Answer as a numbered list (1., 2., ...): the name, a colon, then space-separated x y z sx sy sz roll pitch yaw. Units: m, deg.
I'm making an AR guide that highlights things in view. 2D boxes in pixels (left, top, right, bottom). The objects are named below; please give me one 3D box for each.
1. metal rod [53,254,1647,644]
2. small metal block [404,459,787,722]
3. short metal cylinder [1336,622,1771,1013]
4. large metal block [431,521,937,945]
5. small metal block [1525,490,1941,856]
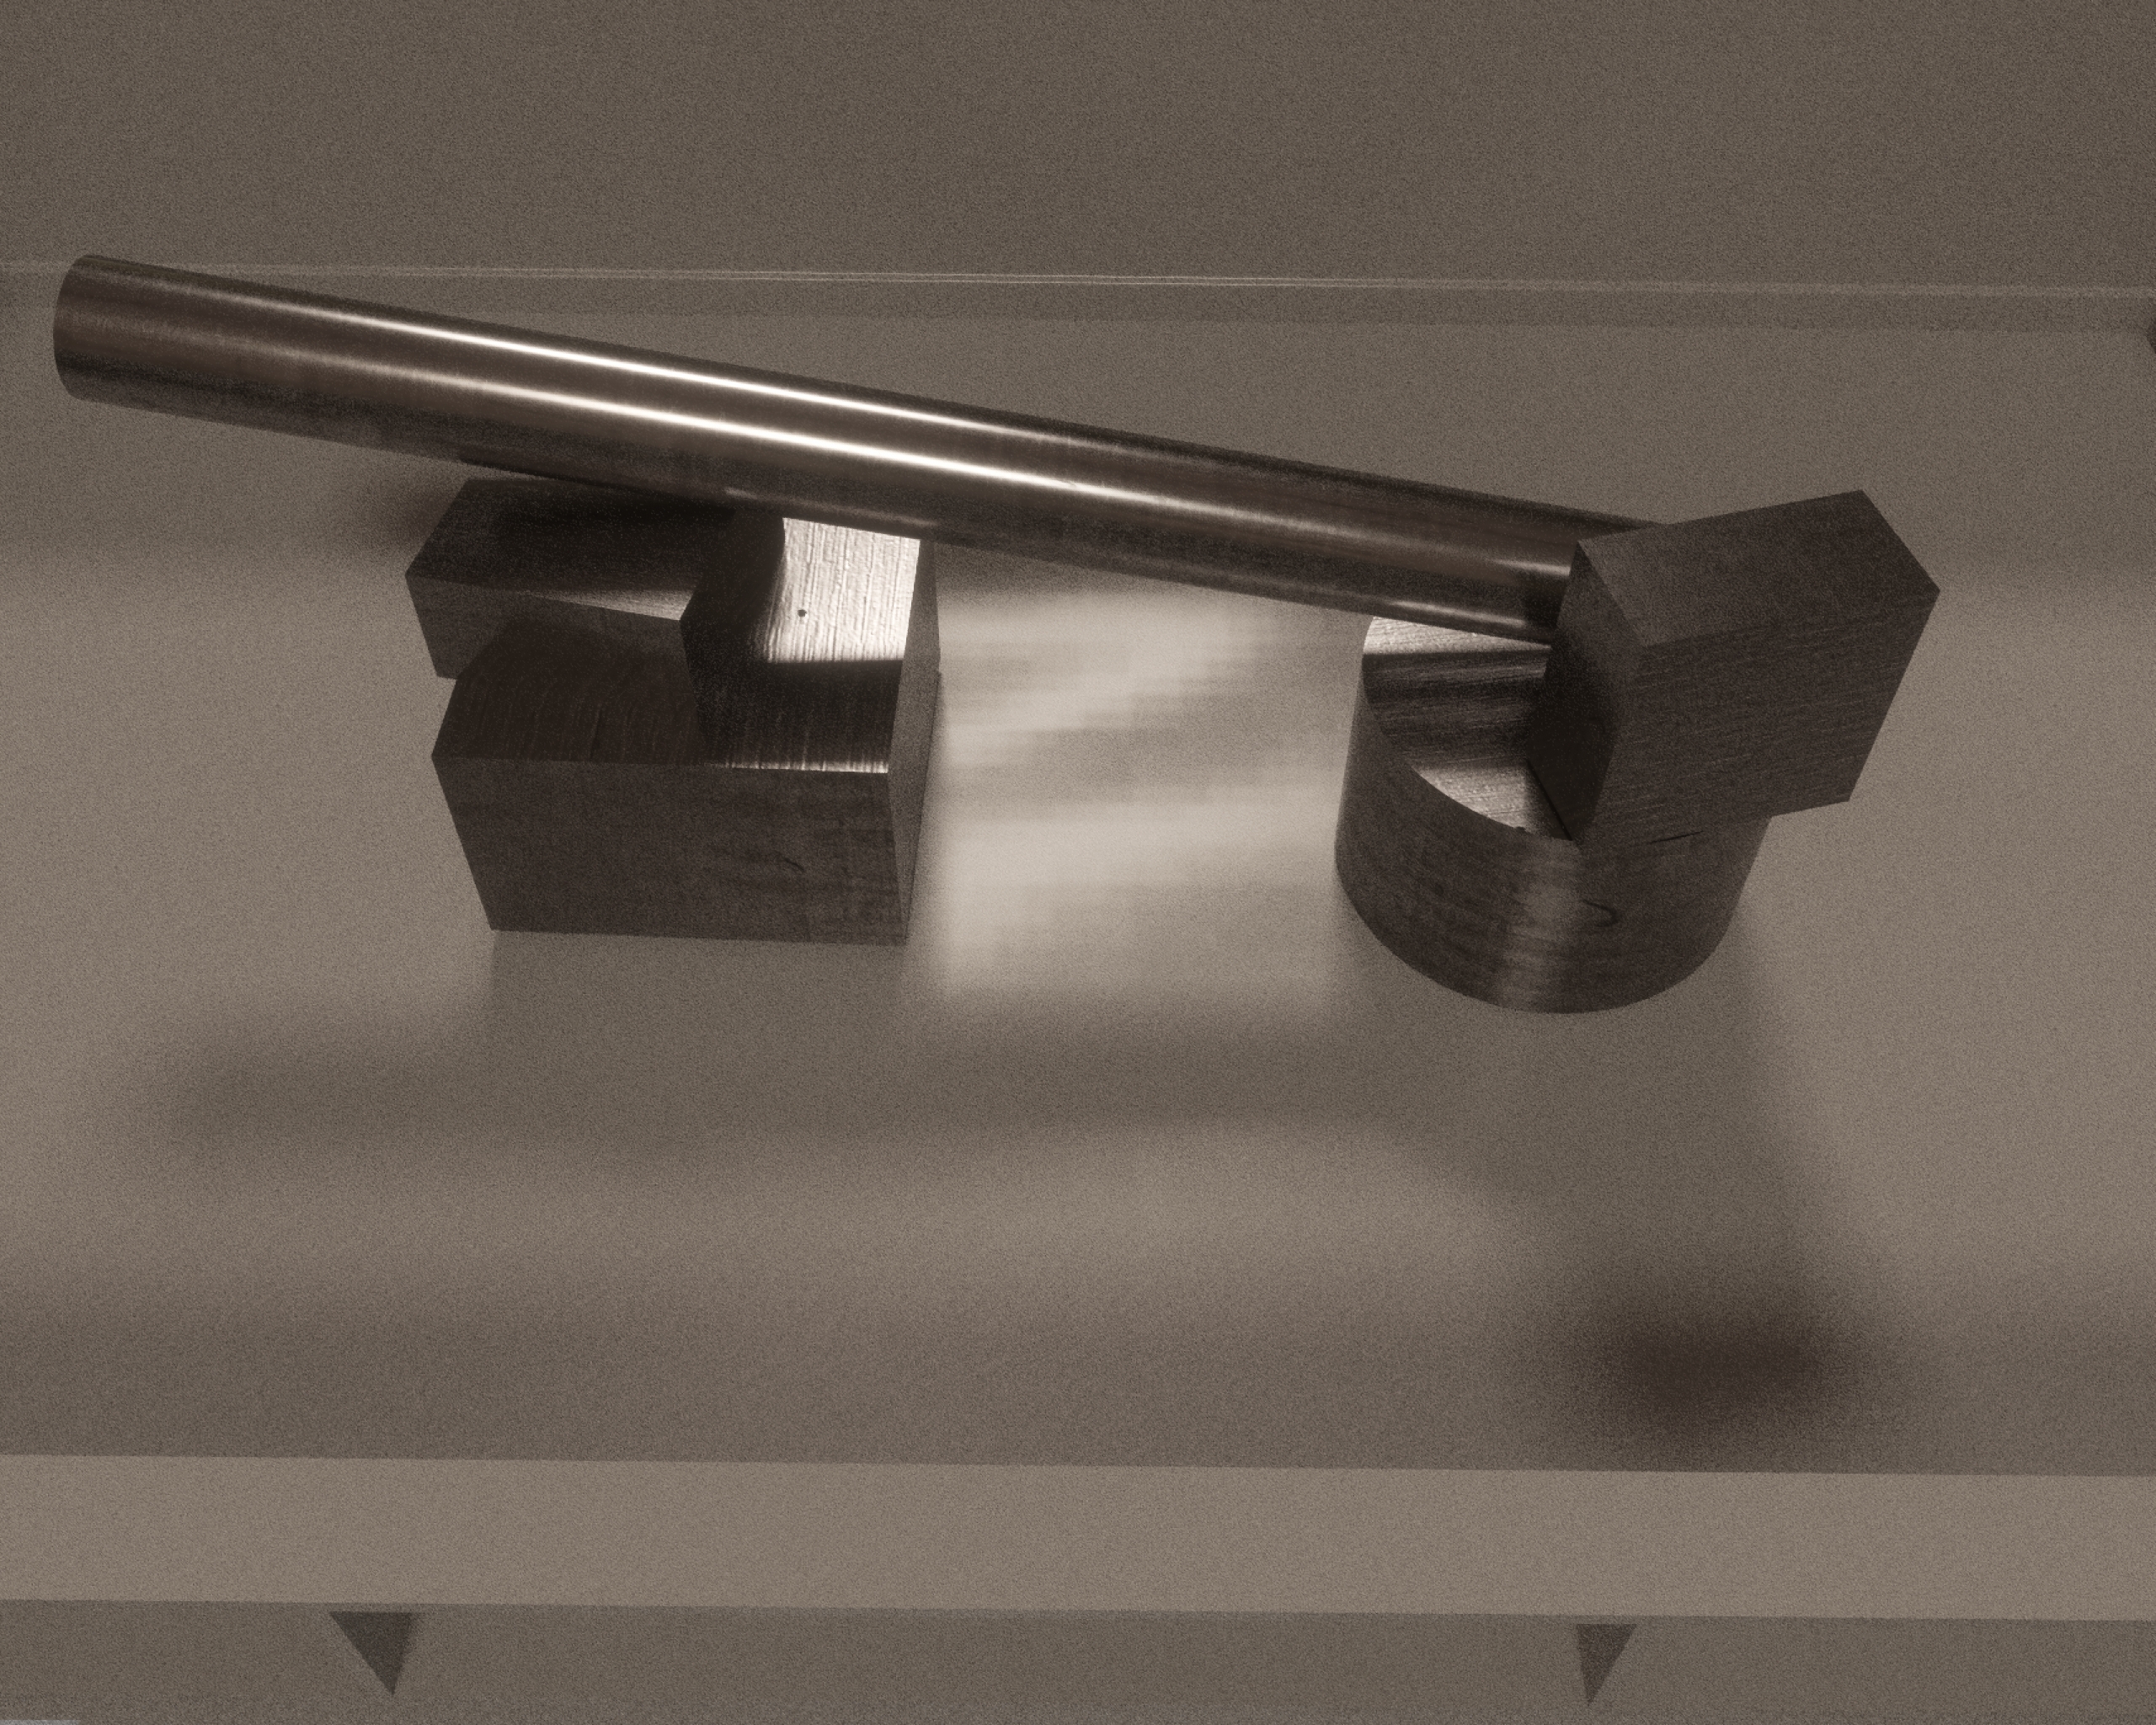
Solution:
1. metal rod: -0.023 -0.069 0.369 0.302 0.025 0.025 9 50 -3
2. small metal block: -0.087 -0.056 0.384 0.050 0.025 0.050 10 50 8
3. short metal cylinder: 0.093 -0.018 0.403 0.081 0.050 0.080 0 50 0
4. large metal block: -0.072 -0.032 0.411 0.081 0.050 0.080 2 50 1
5. small metal block: 0.107 -0.031 0.348 0.050 0.050 0.025 -11 51 -10
